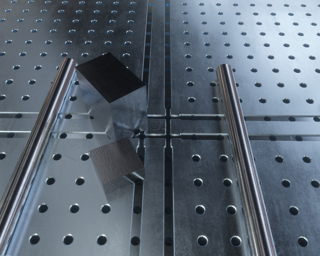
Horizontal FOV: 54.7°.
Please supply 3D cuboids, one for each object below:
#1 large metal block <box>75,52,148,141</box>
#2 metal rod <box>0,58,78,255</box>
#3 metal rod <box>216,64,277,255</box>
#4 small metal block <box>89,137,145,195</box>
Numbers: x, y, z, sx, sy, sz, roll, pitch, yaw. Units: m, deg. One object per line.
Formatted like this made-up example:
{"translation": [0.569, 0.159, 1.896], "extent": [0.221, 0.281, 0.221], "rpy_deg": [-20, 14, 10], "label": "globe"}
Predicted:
{"translation": [-0.061, -0.038, 0.403], "extent": [0.050, 0.080, 0.080], "rpy_deg": [-31, 57, -23], "label": "large metal block"}
{"translation": [-0.153, 0.014, 0.394], "extent": [0.025, 0.025, 0.300], "rpy_deg": [3, 50, 2], "label": "metal rod"}
{"translation": [0.101, 0.024, 0.388], "extent": [0.025, 0.025, 0.300], "rpy_deg": [0, 50, 0], "label": "metal rod"}
{"translation": [-0.051, 0.044, 0.370], "extent": [0.050, 0.025, 0.050], "rpy_deg": [-20, 53, -17], "label": "small metal block"}
